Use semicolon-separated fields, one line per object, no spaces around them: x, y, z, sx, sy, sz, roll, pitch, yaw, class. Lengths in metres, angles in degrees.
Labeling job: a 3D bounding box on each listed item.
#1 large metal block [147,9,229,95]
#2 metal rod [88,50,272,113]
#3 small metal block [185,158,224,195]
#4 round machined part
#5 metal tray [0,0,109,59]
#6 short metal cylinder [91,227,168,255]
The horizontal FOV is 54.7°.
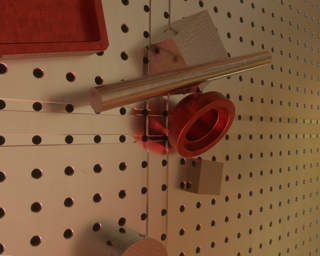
0.043;-0.104;0.431;0.080;0.050;0.080;-47;118;-30;large metal block
0.050;-0.067;0.388;0.302;0.025;0.025;-20;103;-38;metal rod
0.068;0.074;0.469;0.050;0.025;0.050;14;81;-40;small metal block
0.051;-0.010;0.423;0.099;0.042;0.097;-26;142;-22;round machined part
-0.120;-0.117;0.305;0.131;0.030;0.089;-15;100;-39;metal tray
-0.036;0.164;0.365;0.081;0.050;0.079;0;90;-40;short metal cylinder
